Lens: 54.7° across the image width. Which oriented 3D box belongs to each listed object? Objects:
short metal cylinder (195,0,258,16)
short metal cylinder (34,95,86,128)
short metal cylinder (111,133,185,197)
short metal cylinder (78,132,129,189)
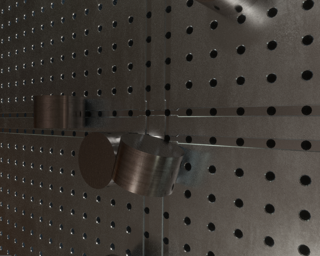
[{"bbox_3d":[0.070,-0.169,0.334,0.080,0.050,0.079,0,90,39],"label":"short metal cylinder"},{"bbox_3d":[-0.163,-0.025,0.505,0.080,0.081,0.050,1,91,39],"label":"short metal cylinder"},{"bbox_3d":[-0.015,0.044,0.384,0.080,0.081,0.050,24,105,37],"label":"short metal cylinder"},{"bbox_3d":[-0.074,0.045,0.451,0.080,0.050,0.079,0,90,39],"label":"short metal cylinder"}]
